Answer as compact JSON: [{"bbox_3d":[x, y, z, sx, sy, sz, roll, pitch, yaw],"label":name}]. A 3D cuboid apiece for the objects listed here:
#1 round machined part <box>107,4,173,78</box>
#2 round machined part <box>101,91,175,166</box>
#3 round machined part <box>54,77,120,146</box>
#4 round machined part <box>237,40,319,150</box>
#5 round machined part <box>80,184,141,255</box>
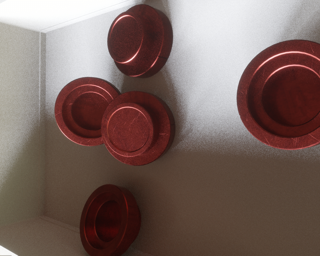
[{"bbox_3d":[-0.034,-0.119,0.422,0.098,0.042,0.097,0,90,39],"label":"round machined part"},{"bbox_3d":[-0.033,0.001,0.400,0.098,0.042,0.097,1,94,18],"label":"round machined part"},{"bbox_3d":[-0.098,-0.025,0.453,0.099,0.042,0.097,0,98,1],"label":"round machined part"},{"bbox_3d":[0.127,-0.029,0.291,0.098,0.042,0.097,0,90,39],"label":"round machined part"},{"bbox_3d":[-0.065,0.131,0.435,0.098,0.042,0.098,-19,59,36],"label":"round machined part"}]
